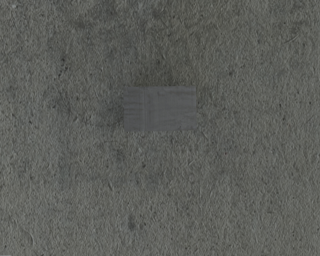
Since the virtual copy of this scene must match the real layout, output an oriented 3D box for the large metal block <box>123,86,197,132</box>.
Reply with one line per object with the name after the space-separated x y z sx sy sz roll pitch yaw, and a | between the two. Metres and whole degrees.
0.000 -0.022 0.384 0.081 0.080 0.050 -1 90 -1 | large metal block
